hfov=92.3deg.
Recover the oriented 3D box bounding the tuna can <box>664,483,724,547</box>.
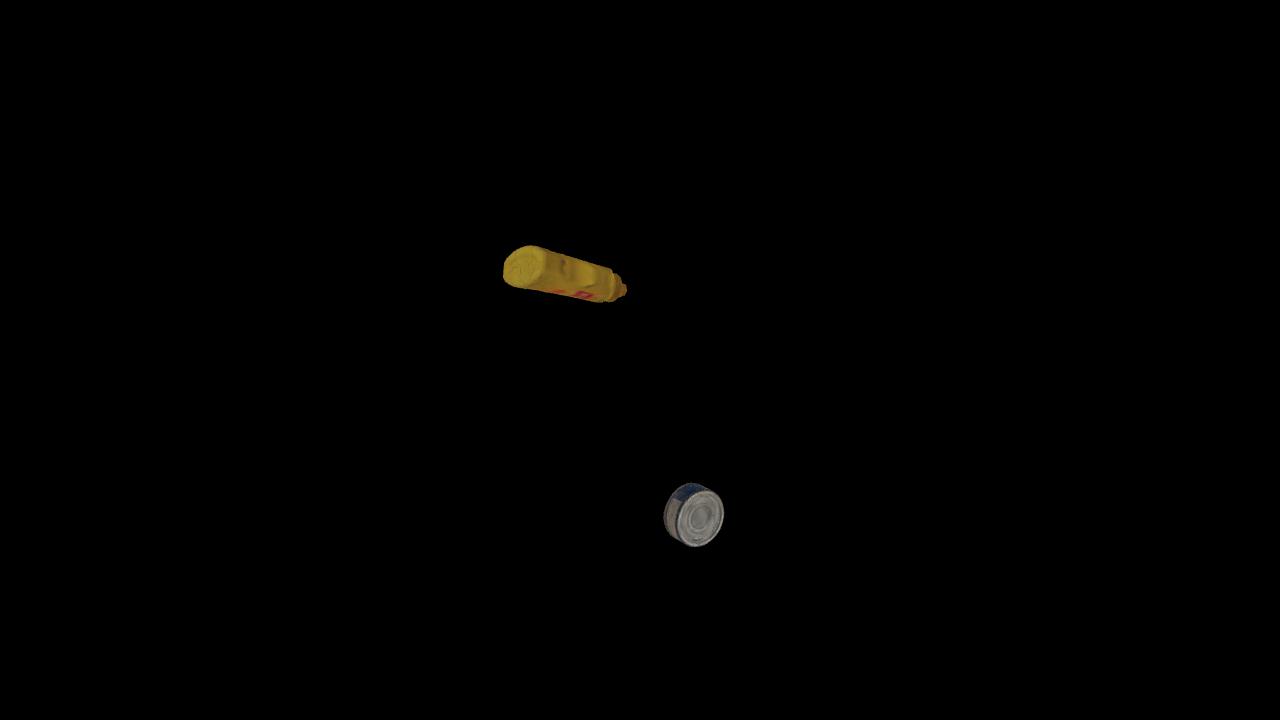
[{"bbox_3d":[0.077,0.218,0.864,0.084,0.084,0.034,0,6,-31],"label":"tuna can"}]

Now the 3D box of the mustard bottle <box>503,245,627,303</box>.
[{"bbox_3d":[-0.087,-0.111,0.843,0.092,0.054,0.184,-9,-12,42],"label":"mustard bottle"}]
